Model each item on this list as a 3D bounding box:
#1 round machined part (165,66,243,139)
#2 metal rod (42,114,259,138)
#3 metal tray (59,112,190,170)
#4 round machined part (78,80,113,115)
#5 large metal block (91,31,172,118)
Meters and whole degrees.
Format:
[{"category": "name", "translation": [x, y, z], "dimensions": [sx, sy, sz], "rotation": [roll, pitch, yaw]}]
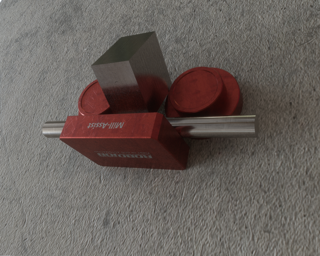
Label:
[{"category": "round machined part", "translation": [0.050, -0.038, 0.389], "dimensions": [0.098, 0.042, 0.098], "rotation": [-13, 56, 20]}, {"category": "metal rod", "translation": [-0.032, 0.000, 0.394], "dimensions": [0.300, 0.025, 0.025], "rotation": [-1, 61, 27]}, {"category": "metal tray", "translation": [-0.041, 0.018, 0.372], "dimensions": [0.130, 0.090, 0.030], "rotation": [-1, 62, 27]}, {"category": "round machined part", "translation": [-0.080, -0.036, 0.454], "dimensions": [0.098, 0.042, 0.098], "rotation": [-13, 56, 20]}, {"category": "large metal block", "translation": [-0.030, -0.064, 0.390], "dimensions": [0.050, 0.080, 0.080], "rotation": [-2, 37, 26]}]
